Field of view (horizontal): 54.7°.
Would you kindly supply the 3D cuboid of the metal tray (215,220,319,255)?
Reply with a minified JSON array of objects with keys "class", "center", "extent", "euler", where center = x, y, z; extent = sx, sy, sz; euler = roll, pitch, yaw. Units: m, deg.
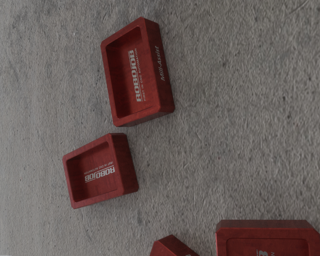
[{"class":"metal tray","center":[0.102,0.155,0.292],"extent":[0.090,0.030,0.129],"euler":[-4,87,12]}]

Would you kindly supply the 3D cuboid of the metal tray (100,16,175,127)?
[{"class":"metal tray","center":[-0.034,-0.074,0.429],"extent":[0.090,0.030,0.129],"euler":[-17,79,38]}]

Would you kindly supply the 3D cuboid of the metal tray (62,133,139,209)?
[{"class":"metal tray","center":[-0.097,0.069,0.481],"extent":[0.130,0.030,0.090],"euler":[-24,75,37]}]

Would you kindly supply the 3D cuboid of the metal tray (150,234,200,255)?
[{"class":"metal tray","center":[0.037,0.204,0.371],"extent":[0.130,0.030,0.089],"euler":[27,107,36]}]
